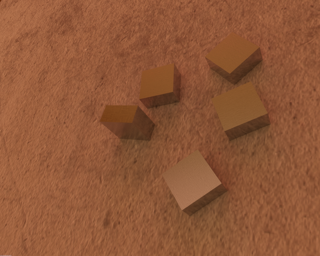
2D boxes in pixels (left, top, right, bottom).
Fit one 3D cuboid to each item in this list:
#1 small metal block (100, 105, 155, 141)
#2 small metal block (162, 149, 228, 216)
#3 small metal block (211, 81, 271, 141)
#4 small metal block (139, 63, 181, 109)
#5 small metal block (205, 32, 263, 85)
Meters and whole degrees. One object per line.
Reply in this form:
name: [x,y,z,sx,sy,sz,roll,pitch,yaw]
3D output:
small metal block: [-0.042,-0.007,0.413,0.050,0.050,0.025,2,63,29]
small metal block: [0.038,0.061,0.346,0.050,0.025,0.050,-35,51,4]
small metal block: [0.095,-0.020,0.366,0.050,0.025,0.050,-24,53,13]
small metal block: [0.001,-0.059,0.439,0.050,0.025,0.050,-10,57,22]
small metal block: [0.097,-0.092,0.409,0.050,0.025,0.050,-42,51,-1]
